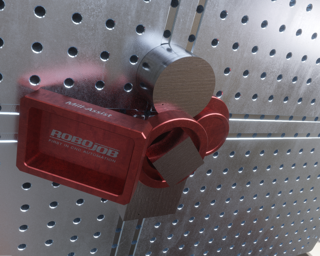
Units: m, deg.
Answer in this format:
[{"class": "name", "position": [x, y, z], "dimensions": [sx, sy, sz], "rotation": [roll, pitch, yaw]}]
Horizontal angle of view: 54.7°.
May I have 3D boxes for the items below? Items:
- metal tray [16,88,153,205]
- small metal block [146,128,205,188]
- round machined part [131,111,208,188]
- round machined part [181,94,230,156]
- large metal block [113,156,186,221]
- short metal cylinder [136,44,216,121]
[{"class": "metal tray", "position": [-0.082, 0.020, 0.329], "dimensions": [0.131, 0.030, 0.089], "rotation": [17, 114, 4]}, {"class": "small metal block", "position": [0.017, 0.034, 0.361], "dimensions": [0.050, 0.025, 0.050], "rotation": [-36, 129, -4]}, {"class": "round machined part", "position": [0.006, 0.022, 0.379], "dimensions": [0.099, 0.042, 0.097], "rotation": [-14, 124, -21]}, {"class": "round machined part", "position": [0.056, 0.001, 0.430], "dimensions": [0.099, 0.042, 0.097], "rotation": [-14, 124, -21]}, {"class": "large metal block", "position": [-0.015, 0.077, 0.431], "dimensions": [0.081, 0.050, 0.079], "rotation": [1, 118, -29]}, {"class": "short metal cylinder", "position": [0.018, -0.054, 0.371], "dimensions": [0.081, 0.050, 0.079], "rotation": [-14, 124, -21]}]
